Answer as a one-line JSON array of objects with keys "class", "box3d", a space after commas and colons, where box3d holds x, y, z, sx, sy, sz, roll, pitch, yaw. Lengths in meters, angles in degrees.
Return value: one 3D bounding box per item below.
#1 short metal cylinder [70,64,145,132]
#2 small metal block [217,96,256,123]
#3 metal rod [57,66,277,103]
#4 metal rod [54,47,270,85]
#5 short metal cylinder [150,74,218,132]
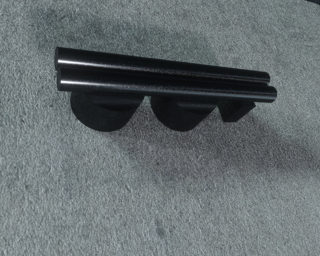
[{"class": "short metal cylinder", "box3d": [-0.064, -0.042, 0.379, 0.081, 0.050, 0.080, 14, 56, -21]}, {"class": "small metal block", "box3d": [0.113, -0.042, 0.477, 0.025, 0.050, 0.050, -1, 62, -29]}, {"class": "metal rod", "box3d": [0.030, -0.050, 0.387, 0.303, 0.025, 0.025, 0, 62, -28]}, {"class": "metal rod", "box3d": [0.024, -0.073, 0.397, 0.303, 0.025, 0.025, 0, 62, -28]}, {"class": "short metal cylinder", "box3d": [0.033, -0.041, 0.432, 0.081, 0.050, 0.080, 14, 56, -21]}]
